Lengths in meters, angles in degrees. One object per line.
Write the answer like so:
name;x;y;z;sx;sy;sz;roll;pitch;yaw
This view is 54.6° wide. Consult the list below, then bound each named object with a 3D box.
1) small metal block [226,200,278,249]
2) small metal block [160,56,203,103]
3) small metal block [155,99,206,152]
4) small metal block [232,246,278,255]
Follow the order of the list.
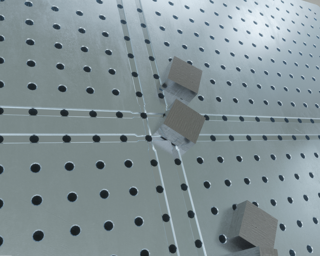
small metal block;0.118;0.129;0.392;0.050;0.025;0.050;33;51;-6
small metal block;0.033;-0.074;0.471;0.050;0.025;0.050;25;53;-13
small metal block;0.029;-0.004;0.426;0.050;0.025;0.050;33;52;-7
small metal block;0.108;0.165;0.349;0.025;0.050;0.050;17;55;-19
